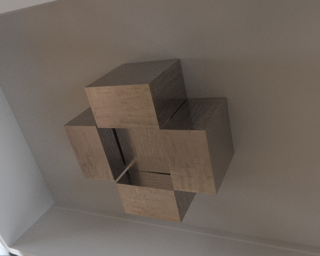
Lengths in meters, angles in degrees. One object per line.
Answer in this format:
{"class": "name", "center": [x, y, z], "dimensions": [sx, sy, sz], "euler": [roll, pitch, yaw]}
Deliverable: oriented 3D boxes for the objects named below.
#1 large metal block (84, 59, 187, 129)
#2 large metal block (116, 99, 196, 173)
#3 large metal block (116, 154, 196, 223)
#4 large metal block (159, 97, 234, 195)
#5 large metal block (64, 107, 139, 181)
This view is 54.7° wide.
{"class": "large metal block", "center": [-0.024, -0.040, 0.359], "dimensions": [0.080, 0.080, 0.050], "euler": [1, 119, 28]}
{"class": "large metal block", "center": [-0.005, 0.010, 0.398], "dimensions": [0.080, 0.050, 0.080], "euler": [1, 119, 28]}
{"class": "large metal block", "center": [0.002, 0.074, 0.416], "dimensions": [0.080, 0.080, 0.050], "euler": [2, 119, 27]}
{"class": "large metal block", "center": [0.047, 0.018, 0.358], "dimensions": [0.050, 0.080, 0.080], "euler": [1, 119, 28]}
{"class": "large metal block", "center": [-0.071, 0.013, 0.418], "dimensions": [0.050, 0.080, 0.080], "euler": [1, 119, 28]}
